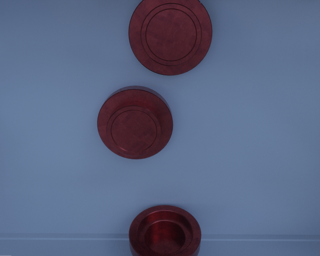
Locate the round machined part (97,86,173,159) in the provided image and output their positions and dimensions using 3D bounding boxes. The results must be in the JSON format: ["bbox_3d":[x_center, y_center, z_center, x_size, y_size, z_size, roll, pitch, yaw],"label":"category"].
[{"bbox_3d":[-0.032,-0.003,0.401,0.099,0.042,0.097,0,110,-1],"label":"round machined part"}]

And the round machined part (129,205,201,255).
[{"bbox_3d":[0.007,0.158,0.432,0.099,0.098,0.042,0,122,-1],"label":"round machined part"}]

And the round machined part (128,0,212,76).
[{"bbox_3d":[0.012,-0.110,0.362,0.099,0.042,0.097,0,110,-1],"label":"round machined part"}]
